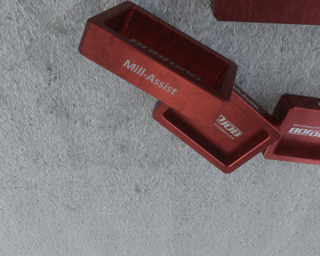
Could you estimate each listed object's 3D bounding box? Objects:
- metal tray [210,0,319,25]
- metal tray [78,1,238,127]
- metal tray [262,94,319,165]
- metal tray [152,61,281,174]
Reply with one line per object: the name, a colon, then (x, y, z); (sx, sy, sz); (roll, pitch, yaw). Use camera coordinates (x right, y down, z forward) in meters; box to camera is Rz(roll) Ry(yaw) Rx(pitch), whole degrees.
metal tray: (0.118, -0.144, 0.282); (0.131, 0.030, 0.089); (2, 130, -2)
metal tray: (0.005, -0.064, 0.286); (0.130, 0.090, 0.030); (30, 126, -1)
metal tray: (0.211, 0.007, 0.411); (0.131, 0.030, 0.089); (7, 130, -6)
metal tray: (0.068, -0.010, 0.378); (0.130, 0.030, 0.090); (38, 121, -14)
